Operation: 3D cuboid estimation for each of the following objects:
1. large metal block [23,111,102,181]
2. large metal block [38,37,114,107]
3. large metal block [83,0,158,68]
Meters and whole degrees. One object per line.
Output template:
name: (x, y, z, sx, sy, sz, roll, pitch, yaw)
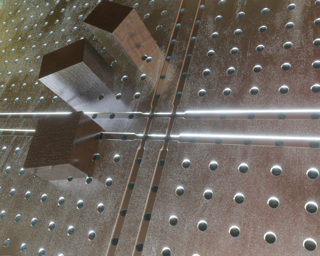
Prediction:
large metal block: (-0.139, 0.028, 0.449, 0.080, 0.050, 0.080, -9, 58, 24)
large metal block: (-0.130, -0.086, 0.495, 0.080, 0.080, 0.050, -16, 55, 19)
large metal block: (-0.063, -0.152, 0.501, 0.080, 0.080, 0.050, 32, 80, 38)
